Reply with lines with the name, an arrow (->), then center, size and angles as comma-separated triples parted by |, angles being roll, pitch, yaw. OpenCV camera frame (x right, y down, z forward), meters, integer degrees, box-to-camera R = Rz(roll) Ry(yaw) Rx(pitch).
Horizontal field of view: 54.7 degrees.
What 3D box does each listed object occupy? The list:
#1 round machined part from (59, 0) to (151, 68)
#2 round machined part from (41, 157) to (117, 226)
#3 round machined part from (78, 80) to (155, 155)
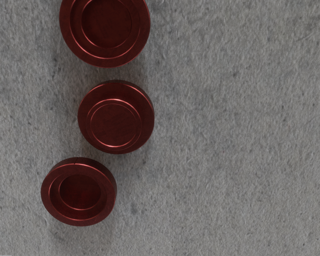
round machined part -> -0.060, -0.121, 0.355 | 0.099, 0.042, 0.097 | 0, 110, -1
round machined part -> -0.109, 0.084, 0.430 | 0.099, 0.042, 0.097 | 0, 110, -1
round machined part -> -0.056, -0.010, 0.396 | 0.099, 0.042, 0.097 | 0, 110, -1
